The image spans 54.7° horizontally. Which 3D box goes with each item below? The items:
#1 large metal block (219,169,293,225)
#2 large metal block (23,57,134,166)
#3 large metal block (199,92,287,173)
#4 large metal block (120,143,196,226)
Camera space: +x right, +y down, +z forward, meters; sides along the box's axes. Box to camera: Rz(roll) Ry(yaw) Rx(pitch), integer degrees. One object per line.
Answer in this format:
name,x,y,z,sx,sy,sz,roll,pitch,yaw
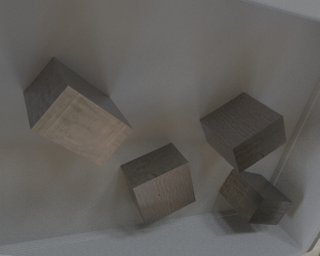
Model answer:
large metal block,0.165,0.119,0.537,0.081,0.080,0.050,15,111,-35
large metal block,-0.085,-0.017,0.316,0.050,0.080,0.080,-49,129,6
large metal block,0.116,0.004,0.439,0.080,0.080,0.050,-32,129,-8
large metal block,-0.001,0.080,0.441,0.081,0.050,0.080,-24,127,-14
